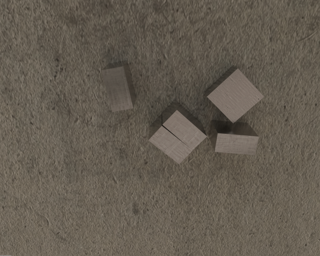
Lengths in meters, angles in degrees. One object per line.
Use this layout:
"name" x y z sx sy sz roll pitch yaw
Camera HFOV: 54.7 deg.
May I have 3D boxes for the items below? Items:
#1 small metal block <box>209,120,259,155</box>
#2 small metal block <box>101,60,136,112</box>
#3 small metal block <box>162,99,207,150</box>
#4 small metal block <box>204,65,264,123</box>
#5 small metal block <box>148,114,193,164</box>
"small metal block" 0.094 0.011 0.401 0.050 0.050 0.025 5 110 -2
"small metal block" -0.048 -0.052 0.377 0.025 0.050 0.050 -10 110 4
"small metal block" 0.030 -0.005 0.395 0.050 0.050 0.025 40 105 -14
"small metal block" 0.094 -0.043 0.395 0.050 0.025 0.050 -43 105 14
"small metal block" 0.013 0.013 0.401 0.050 0.050 0.025 39 106 -13
